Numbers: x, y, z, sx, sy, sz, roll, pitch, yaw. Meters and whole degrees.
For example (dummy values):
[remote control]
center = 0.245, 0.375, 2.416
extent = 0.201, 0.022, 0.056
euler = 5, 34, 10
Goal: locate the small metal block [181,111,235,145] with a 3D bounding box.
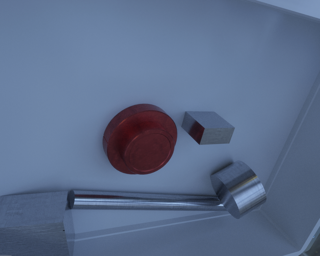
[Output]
[small metal block]
center = 0.066, -0.001, 0.430
extent = 0.050, 0.050, 0.025
euler = -1, 119, -29

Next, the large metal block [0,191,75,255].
[large metal block]
center = -0.151, 0.127, 0.376
extent = 0.081, 0.050, 0.079
euler = -3, 121, -8

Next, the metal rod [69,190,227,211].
[metal rod]
center = 0.008, 0.117, 0.487
extent = 0.302, 0.025, 0.025
euler = 11, 113, -33

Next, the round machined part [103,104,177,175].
[round machined part]
center = -0.021, 0.021, 0.401
extent = 0.099, 0.042, 0.097
euler = -14, 125, -21

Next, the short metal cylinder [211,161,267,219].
[short metal cylinder]
center = 0.127, 0.100, 0.507
extent = 0.050, 0.080, 0.080
euler = -28, 128, -11
